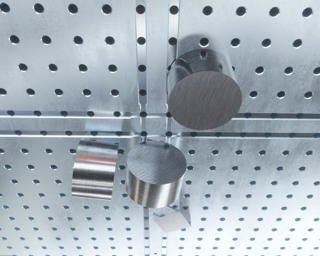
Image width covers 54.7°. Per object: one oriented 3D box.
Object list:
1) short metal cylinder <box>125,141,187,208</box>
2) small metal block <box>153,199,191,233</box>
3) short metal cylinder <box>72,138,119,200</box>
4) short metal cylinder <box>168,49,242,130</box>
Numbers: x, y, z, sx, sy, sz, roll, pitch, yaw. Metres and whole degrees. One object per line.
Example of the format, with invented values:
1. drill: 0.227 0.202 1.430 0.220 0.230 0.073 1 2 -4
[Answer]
1. short metal cylinder: -0.007 0.063 0.429 0.081 0.080 0.050 5 130 -5
2. small metal block: 0.021 0.156 0.545 0.050 0.025 0.050 -20 128 16
3. short metal cylinder: -0.086 0.056 0.422 0.050 0.080 0.079 8 130 -6
4. short metal cylinder: 0.049 -0.044 0.358 0.081 0.050 0.079 0 130 0
